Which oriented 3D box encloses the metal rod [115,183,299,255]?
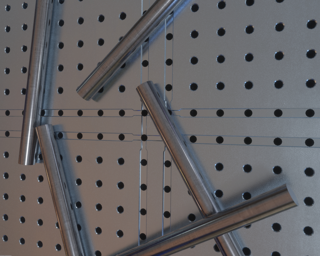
[{"bbox_3d":[0.021,0.140,0.383,0.300,0.025,0.025,-31,80,24],"label":"metal rod"}]

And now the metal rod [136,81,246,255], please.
[{"bbox_3d":[0.047,0.073,0.395,0.025,0.025,0.299,-30,80,17],"label":"metal rod"}]

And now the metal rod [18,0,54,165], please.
[{"bbox_3d":[-0.189,-0.092,0.477,0.025,0.025,0.298,8,93,19],"label":"metal rod"}]

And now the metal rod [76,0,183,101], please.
[{"bbox_3d":[-0.007,-0.149,0.414,0.299,0.025,0.025,-44,77,14],"label":"metal rod"}]

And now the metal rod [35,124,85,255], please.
[{"bbox_3d":[-0.137,0.141,0.459,0.025,0.025,0.298,-18,84,19],"label":"metal rod"}]
